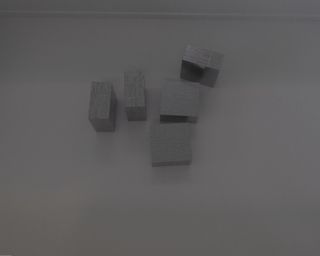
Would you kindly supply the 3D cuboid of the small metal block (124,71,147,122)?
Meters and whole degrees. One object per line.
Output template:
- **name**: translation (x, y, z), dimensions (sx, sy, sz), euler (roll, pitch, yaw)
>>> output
- **small metal block**: translation (-0.032, -0.041, 0.411), dimensions (0.025, 0.050, 0.050), euler (-3, 70, -1)

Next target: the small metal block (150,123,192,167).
- **small metal block**: translation (0.013, 0.022, 0.402), dimensions (0.050, 0.025, 0.050), euler (-3, 70, -1)

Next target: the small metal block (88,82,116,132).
- **small metal block**: translation (-0.074, -0.026, 0.405), dimensions (0.025, 0.050, 0.050), euler (1, 70, 0)

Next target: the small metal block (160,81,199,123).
- **small metal block**: translation (0.027, -0.035, 0.423), dimensions (0.050, 0.025, 0.050), euler (3, 70, 1)

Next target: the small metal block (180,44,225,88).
- **small metal block**: translation (0.057, -0.084, 0.427), dimensions (0.050, 0.050, 0.025), euler (17, 71, 6)
